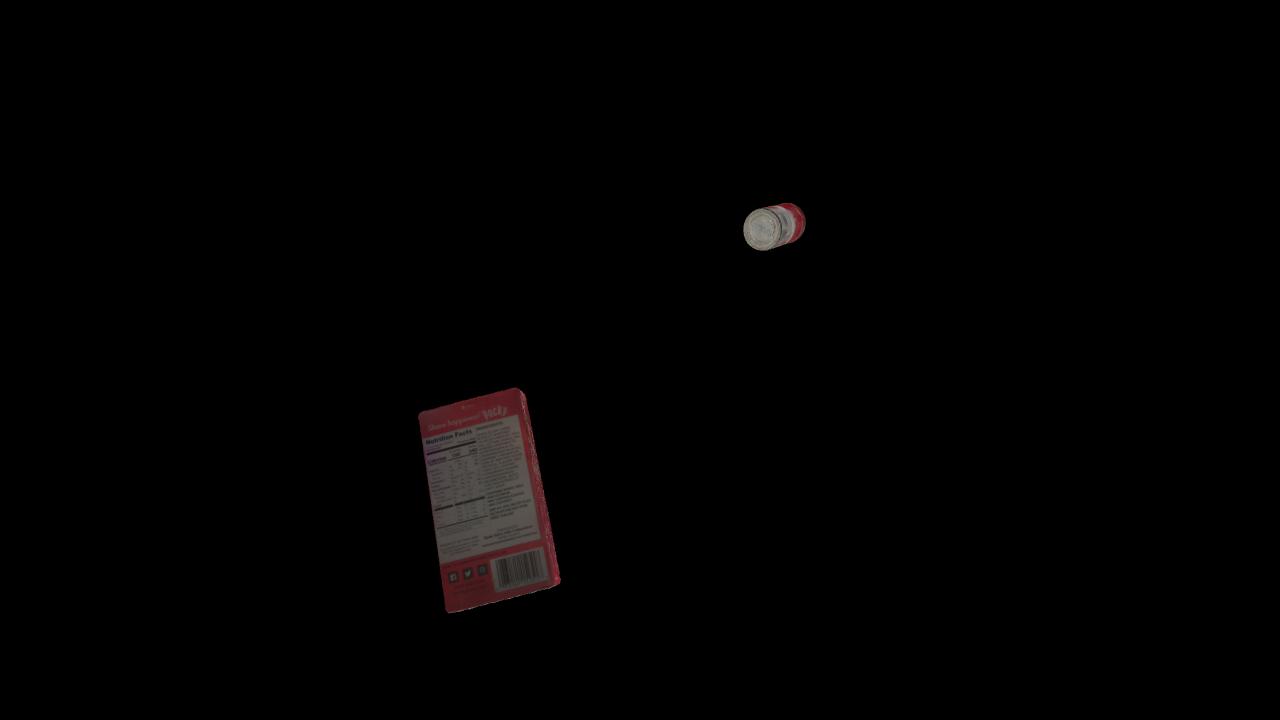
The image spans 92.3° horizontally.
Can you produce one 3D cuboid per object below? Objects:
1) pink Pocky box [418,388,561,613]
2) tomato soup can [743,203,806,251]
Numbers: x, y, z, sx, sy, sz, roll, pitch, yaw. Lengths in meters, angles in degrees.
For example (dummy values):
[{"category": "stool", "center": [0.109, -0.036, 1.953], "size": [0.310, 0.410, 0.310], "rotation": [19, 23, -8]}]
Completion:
[{"category": "pink Pocky box", "center": [-0.117, 0.105, 0.477], "size": [0.084, 0.155, 0.029], "rotation": [-15, -16, 1]}, {"category": "tomato soup can", "center": [0.218, -0.216, 0.997], "size": [0.068, 0.068, 0.101], "rotation": [0, 17, 37]}]
